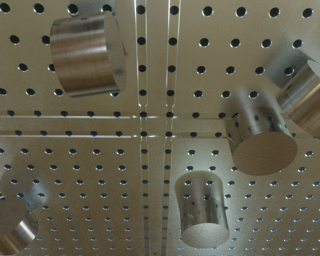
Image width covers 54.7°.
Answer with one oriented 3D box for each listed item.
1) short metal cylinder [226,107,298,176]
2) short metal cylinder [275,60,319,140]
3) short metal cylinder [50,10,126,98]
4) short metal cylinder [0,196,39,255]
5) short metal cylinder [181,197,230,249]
[{"bbox_3d":[0.133,0.019,0.412,0.081,0.050,0.079,0,130,0],"label":"short metal cylinder"},{"bbox_3d":[0.181,-0.032,0.350,0.080,0.080,0.050,23,126,-18],"label":"short metal cylinder"},{"bbox_3d":[-0.068,-0.073,0.313,0.050,0.080,0.080,-7,130,6],"label":"short metal cylinder"},{"bbox_3d":[-0.249,0.160,0.509,0.080,0.080,0.050,-6,130,5],"label":"short metal cylinder"},{"bbox_3d":[0.076,0.165,0.537,0.081,0.050,0.079,0,130,0],"label":"short metal cylinder"}]
